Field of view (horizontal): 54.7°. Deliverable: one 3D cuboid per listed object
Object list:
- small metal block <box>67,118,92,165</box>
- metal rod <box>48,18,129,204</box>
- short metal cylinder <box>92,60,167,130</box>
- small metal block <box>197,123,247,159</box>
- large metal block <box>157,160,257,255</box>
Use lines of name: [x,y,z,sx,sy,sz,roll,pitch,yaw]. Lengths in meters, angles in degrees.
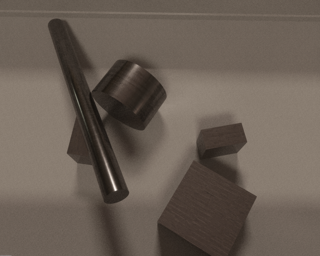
small metal block: [-0.092,0.016,0.389,0.025,0.050,0.050,8,70,3]
metal rod: [-0.098,-0.044,0.380,0.025,0.025,0.299,-22,55,-8]
short metal cylinder: [-0.039,-0.041,0.395,0.080,0.080,0.050,31,73,10]
small metal block: [0.076,0.018,0.391,0.050,0.050,0.025,-10,71,-4]
large metal block: [0.052,0.097,0.362,0.080,0.050,0.080,30,73,10]
